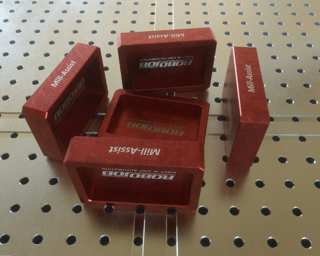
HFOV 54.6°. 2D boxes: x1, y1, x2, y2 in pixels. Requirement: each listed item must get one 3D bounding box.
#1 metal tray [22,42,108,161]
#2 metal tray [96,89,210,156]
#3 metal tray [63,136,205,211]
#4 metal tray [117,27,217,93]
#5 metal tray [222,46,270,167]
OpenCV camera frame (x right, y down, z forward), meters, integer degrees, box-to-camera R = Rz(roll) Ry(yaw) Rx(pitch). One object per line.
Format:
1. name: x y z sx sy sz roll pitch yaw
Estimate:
1. metal tray: -0.111 -0.035 0.394 0.030 0.090 0.130 14 51 12
2. metal tray: -0.005 -0.003 0.406 0.131 0.030 0.090 9 50 7
3. metal tray: -0.023 0.050 0.324 0.131 0.090 0.030 3 50 3
4. metal tray: 0.009 -0.093 0.443 0.131 0.090 0.030 -5 50 -4
5. metal tray: 0.103 -0.029 0.390 0.030 0.090 0.130 4 50 3
